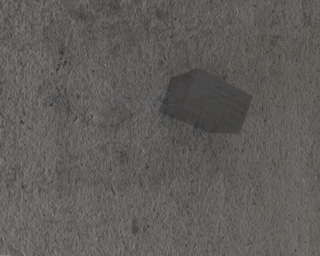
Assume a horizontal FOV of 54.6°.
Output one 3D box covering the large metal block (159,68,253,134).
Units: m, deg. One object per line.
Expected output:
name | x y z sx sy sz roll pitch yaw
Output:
large metal block | 0.056 -0.031 0.400 0.080 0.080 0.050 23 83 -19
